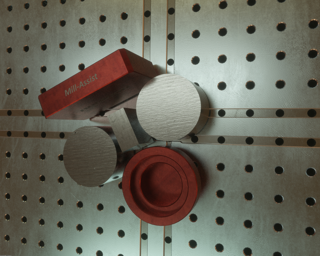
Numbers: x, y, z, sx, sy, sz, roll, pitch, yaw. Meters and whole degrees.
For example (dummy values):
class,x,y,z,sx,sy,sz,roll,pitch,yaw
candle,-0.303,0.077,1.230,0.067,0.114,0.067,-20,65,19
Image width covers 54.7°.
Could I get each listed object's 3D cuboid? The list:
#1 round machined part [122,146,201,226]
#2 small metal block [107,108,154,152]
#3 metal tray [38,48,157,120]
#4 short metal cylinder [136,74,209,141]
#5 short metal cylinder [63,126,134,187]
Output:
class,x,y,z,sx,sy,sz,roll,pitch,yaw
round machined part,0.005,0.071,0.397,0.098,0.042,0.097,0,90,19
small metal block,-0.038,0.002,0.408,0.025,0.050,0.050,-27,81,18
metal tray,-0.076,-0.050,0.400,0.130,0.090,0.030,-25,82,19
short metal cylinder,0.017,-0.024,0.389,0.080,0.050,0.079,0,90,20
short metal cylinder,-0.083,0.037,0.424,0.080,0.050,0.079,0,90,20
